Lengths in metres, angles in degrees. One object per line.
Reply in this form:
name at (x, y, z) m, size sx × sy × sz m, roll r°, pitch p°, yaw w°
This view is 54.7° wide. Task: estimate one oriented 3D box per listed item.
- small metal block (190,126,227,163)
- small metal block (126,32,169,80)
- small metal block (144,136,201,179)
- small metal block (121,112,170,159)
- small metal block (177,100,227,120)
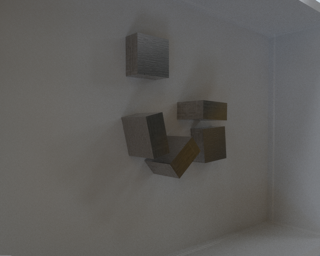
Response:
small metal block at (0.074, 0.024, 0.472) m, size 0.050 × 0.025 × 0.050 m, roll -6°, pitch 94°, yaw -40°
small metal block at (-0.016, -0.090, 0.395) m, size 0.050 × 0.025 × 0.050 m, roll -1°, pitch 91°, yaw -40°
small metal block at (0.016, 0.036, 0.406) m, size 0.050 × 0.050 × 0.025 m, roll -48°, pitch 119°, yaw -30°
small metal block at (-0.018, 0.008, 0.377) m, size 0.025 × 0.050 × 0.050 m, roll -18°, pitch 102°, yaw -39°
small metal block at (0.060, -0.024, 0.443) m, size 0.050 × 0.050 × 0.025 m, roll 2°, pitch 89°, yaw -40°
